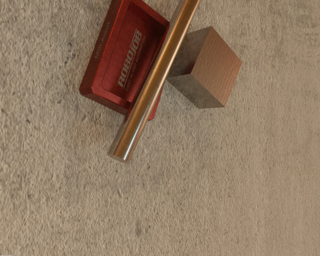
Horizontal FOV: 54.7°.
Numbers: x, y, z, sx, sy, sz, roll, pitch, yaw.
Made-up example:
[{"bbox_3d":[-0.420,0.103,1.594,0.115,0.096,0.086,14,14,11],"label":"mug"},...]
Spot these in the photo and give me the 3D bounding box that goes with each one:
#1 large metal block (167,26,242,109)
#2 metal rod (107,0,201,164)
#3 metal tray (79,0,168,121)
[{"bbox_3d":[0.065,-0.083,0.445,0.080,0.050,0.080,37,67,-34],"label":"large metal block"},{"bbox_3d":[0.011,-0.098,0.375,0.025,0.025,0.300,36,68,-35],"label":"metal rod"},{"bbox_3d":[-0.032,-0.083,0.375,0.090,0.030,0.130,26,73,-37],"label":"metal tray"}]
